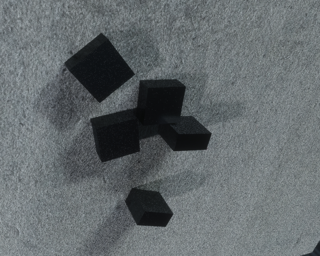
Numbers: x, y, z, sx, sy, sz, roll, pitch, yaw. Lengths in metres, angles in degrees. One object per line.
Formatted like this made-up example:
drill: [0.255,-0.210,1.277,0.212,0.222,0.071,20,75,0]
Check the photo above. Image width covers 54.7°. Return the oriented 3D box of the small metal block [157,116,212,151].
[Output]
small metal block: [0.032,0.006,0.412,0.050,0.050,0.025,0,119,-28]

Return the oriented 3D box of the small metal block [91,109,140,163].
small metal block: [-0.054,0.009,0.383,0.050,0.025,0.050,-15,125,-20]

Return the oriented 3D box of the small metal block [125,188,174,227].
small metal block: [-0.016,0.117,0.454,0.050,0.050,0.025,16,110,-35]

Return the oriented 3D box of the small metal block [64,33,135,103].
small metal block: [-0.064,-0.064,0.332,0.050,0.025,0.050,-40,130,-1]

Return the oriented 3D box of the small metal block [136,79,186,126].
small metal block: [0.000,-0.033,0.387,0.050,0.025,0.050,-6,121,-26]
